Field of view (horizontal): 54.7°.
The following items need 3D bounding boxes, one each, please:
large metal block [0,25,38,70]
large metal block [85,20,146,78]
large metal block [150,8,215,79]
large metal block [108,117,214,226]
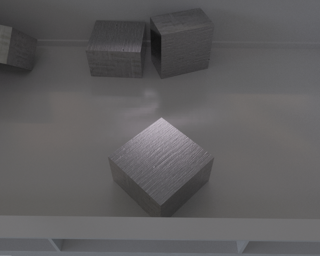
[{"bbox_3d":[-0.241,-0.121,0.456,0.080,0.080,0.050,11,95,0],"label":"large metal block"},{"bbox_3d":[-0.066,-0.126,0.494,0.080,0.050,0.080,3,50,2],"label":"large metal block"},{"bbox_3d":[0.032,-0.130,0.479,0.081,0.080,0.050,-15,52,-12],"label":"large metal block"},{"bbox_3d":[0.001,0.047,0.350,0.080,0.050,0.080,-37,59,-27],"label":"large metal block"}]
